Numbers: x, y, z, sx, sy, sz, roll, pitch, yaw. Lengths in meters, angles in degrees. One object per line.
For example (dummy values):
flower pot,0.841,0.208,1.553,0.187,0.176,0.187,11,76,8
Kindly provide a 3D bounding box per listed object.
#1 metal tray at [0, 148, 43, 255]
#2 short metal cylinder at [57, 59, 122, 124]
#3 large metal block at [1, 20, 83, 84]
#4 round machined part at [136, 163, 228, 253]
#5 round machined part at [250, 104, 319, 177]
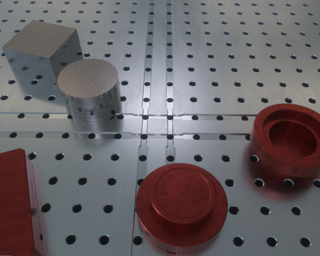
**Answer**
metal tray,-0.181,0.090,0.328,0.091,0.030,0.130,-15,52,-13
short metal cylinder,-0.096,-0.053,0.435,0.081,0.050,0.080,0,50,0
large metal block,-0.183,-0.122,0.493,0.080,0.050,0.080,15,52,12
round machined part,0.023,0.078,0.331,0.099,0.042,0.098,0,50,0
round machined part,0.161,0.019,0.382,0.099,0.042,0.098,0,50,0
